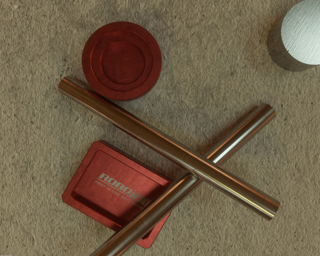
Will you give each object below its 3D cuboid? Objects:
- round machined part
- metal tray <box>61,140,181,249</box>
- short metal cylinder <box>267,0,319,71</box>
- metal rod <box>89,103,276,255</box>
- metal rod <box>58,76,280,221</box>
[{"bbox_3d":[-0.047,-0.083,0.401,0.099,0.042,0.097,0,90,0],"label":"round machined part"},{"bbox_3d":[-0.048,0.085,0.406,0.130,0.030,0.090,30,90,0],"label":"metal tray"},{"bbox_3d":[0.187,-0.116,0.399,0.081,0.050,0.080,0,90,0],"label":"short metal cylinder"},{"bbox_3d":[0.031,0.070,0.381,0.301,0.025,0.025,-39,90,-12],"label":"metal rod"},{"bbox_3d":[0.000,0.017,0.375,0.301,0.025,0.025,31,90,13],"label":"metal rod"}]
